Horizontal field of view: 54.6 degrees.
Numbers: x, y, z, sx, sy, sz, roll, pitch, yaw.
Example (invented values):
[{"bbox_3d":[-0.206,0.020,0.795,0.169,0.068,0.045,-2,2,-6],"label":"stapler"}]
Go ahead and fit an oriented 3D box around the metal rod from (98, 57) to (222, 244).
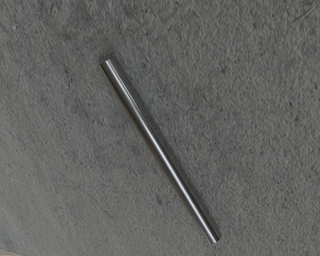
[{"bbox_3d":[0.007,0.040,0.428,0.025,0.025,0.299,-20,108,36],"label":"metal rod"}]
